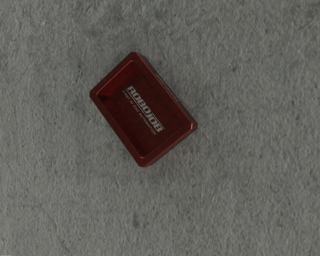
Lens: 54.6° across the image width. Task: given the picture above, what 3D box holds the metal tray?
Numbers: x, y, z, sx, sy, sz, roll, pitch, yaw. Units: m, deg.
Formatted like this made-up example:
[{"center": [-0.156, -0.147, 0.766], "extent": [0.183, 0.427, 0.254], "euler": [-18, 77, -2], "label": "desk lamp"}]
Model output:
[{"center": [-0.024, -0.025, 0.415], "extent": [0.090, 0.030, 0.130], "euler": [-40, 77, 15], "label": "metal tray"}]
